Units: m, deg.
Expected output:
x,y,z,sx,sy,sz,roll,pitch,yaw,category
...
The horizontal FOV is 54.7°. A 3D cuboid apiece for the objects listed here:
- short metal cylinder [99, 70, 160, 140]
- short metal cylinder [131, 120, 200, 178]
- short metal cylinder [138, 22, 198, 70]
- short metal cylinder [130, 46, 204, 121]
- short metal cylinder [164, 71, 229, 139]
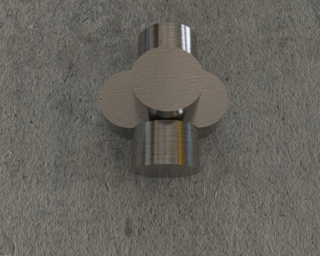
x,y,z,sx,sy,sz,roll,pitch,yaw,category
-0.035,-0.029,0.406,0.081,0.050,0.080,0,70,0,short metal cylinder
0.007,0.028,0.371,0.081,0.080,0.050,0,70,0,short metal cylinder
0.010,-0.095,0.416,0.081,0.080,0.050,0,70,-1,short metal cylinder
0.008,-0.046,0.359,0.081,0.050,0.080,0,70,0,short metal cylinder
0.045,-0.030,0.407,0.081,0.050,0.080,0,70,0,short metal cylinder
